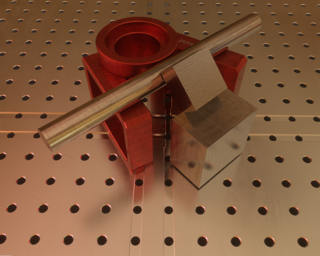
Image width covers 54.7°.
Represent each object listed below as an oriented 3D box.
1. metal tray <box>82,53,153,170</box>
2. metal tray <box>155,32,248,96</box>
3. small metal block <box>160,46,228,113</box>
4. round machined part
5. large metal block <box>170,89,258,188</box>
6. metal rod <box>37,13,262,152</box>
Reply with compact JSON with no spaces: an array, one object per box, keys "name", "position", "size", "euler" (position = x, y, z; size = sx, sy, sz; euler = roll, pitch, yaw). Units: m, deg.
[{"name":"metal tray","position":[-0.053,-0.023,0.384],"size":[0.030,0.089,0.130],"euler":[-23,54,-18]},{"name":"metal tray","position":[0.046,-0.076,0.429],"size":[0.130,0.089,0.030],"euler":[25,55,19]},{"name":"small metal block","position":[0.037,-0.051,0.328],"size":[0.050,0.050,0.025],"euler":[-35,14,-26]},{"name":"round machined part","position":[-0.027,-0.094,0.385],"size":[0.099,0.042,0.098],"euler":[0,50,0]},{"name":"large metal block","position":[0.059,0.010,0.360],"size":[0.080,0.080,0.050],"euler":[-34,58,-25]},{"name":"metal rod","position":[0.010,-0.064,0.344],"size":[0.302,0.025,0.025],"euler":[-33,58,-25]}]
